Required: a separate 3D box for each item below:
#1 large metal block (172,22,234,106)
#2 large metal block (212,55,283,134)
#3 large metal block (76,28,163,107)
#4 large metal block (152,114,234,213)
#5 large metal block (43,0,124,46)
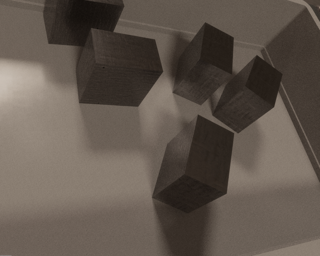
[{"bbox_3d":[0.065,-0.094,0.465,0.050,0.080,0.080,23,53,-15],"label":"large metal block"},{"bbox_3d":[0.134,-0.051,0.476,0.050,0.080,0.080,35,51,-6],"label":"large metal block"},{"bbox_3d":[-0.054,-0.071,0.386,0.081,0.080,0.050,2,61,-28],"label":"large metal block"},{"bbox_3d":[0.039,0.044,0.366,0.050,0.080,0.080,27,52,-12],"label":"large metal block"},{"bbox_3d":[-0.103,-0.154,0.410,0.081,0.080,0.050,-4,64,-30],"label":"large metal block"}]
